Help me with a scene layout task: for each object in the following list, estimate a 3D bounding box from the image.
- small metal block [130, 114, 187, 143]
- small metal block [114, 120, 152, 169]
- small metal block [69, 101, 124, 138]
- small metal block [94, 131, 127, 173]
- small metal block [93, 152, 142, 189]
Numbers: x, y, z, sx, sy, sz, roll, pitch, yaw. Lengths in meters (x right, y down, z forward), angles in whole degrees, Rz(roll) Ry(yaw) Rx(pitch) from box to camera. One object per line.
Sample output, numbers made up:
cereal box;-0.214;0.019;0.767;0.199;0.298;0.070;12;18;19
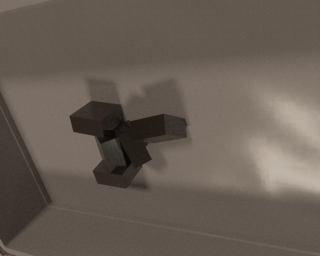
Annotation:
small metal block;-0.001;0.002;0.390;0.050;0.050;0.025;-11;78;32
small metal block;-0.038;0.021;0.422;0.025;0.050;0.050;-28;108;-8
small metal block;-0.086;-0.014;0.428;0.050;0.050;0.025;9;122;23
small metal block;-0.073;0.028;0.444;0.050;0.025;0.050;44;151;56
small metal block;-0.062;0.060;0.460;0.050;0.050;0.025;4;124;26
